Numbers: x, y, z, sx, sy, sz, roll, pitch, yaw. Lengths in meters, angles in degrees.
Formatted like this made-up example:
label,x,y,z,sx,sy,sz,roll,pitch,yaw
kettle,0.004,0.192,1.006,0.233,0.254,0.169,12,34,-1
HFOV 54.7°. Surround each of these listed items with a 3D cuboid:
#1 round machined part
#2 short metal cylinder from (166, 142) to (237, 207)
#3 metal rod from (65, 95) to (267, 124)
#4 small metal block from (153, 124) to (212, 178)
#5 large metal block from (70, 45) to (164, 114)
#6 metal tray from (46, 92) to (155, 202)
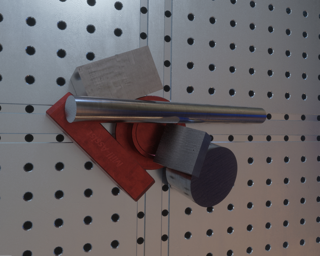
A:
label,x,y,z,sx,sy,sz,roll,pitch,yaw
round machined part,-0.010,0.006,0.404,0.099,0.042,0.097,0,90,-21
short metal cylinder,0.055,0.057,0.408,0.081,0.050,0.079,-10,108,-33
metal rod,0.035,-0.018,0.376,0.302,0.025,0.025,0,90,-40
small metal block,0.027,0.025,0.364,0.025,0.050,0.050,36,72,-60
large metal block,-0.054,-0.052,0.363,0.081,0.080,0.050,-22,98,-19
metal tray,-0.071,0.021,0.352,0.030,0.090,0.130,-46,105,-14
